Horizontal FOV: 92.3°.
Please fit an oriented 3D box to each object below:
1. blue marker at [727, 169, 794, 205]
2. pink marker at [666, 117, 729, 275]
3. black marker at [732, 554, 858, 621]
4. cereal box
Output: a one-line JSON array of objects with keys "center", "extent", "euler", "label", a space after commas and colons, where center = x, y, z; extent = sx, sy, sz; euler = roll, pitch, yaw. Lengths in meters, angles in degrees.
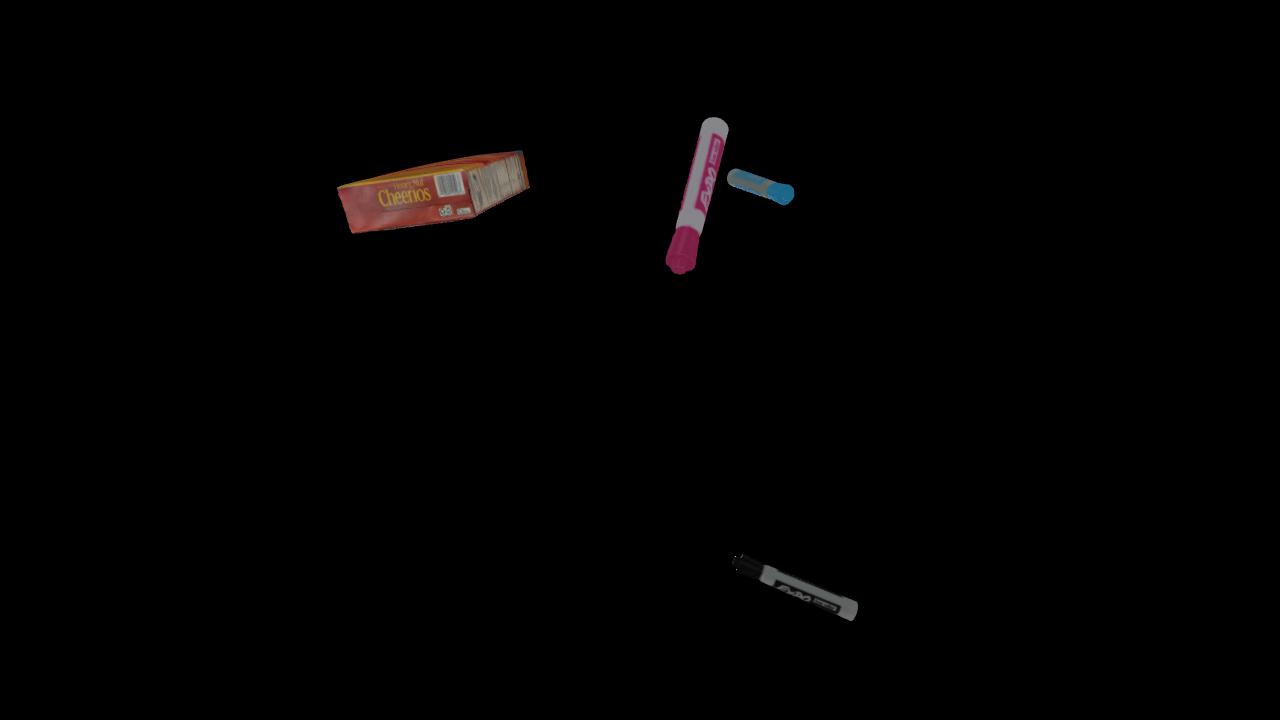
[{"center": [0.119, -0.174, 0.614], "extent": [0.020, 0.020, 0.121], "euler": [0, 24, -17], "label": "blue marker"}, {"center": [0.037, -0.107, 0.395], "extent": [0.020, 0.121, 0.020], "euler": [13, -25, 6], "label": "pink marker"}, {"center": [0.146, 0.215, 0.588], "extent": [0.121, 0.020, 0.020], "euler": [21, 3, 7], "label": "black marker"}, {"center": [-0.324, -0.288, 1.025], "extent": [0.203, 0.081, 0.306], "euler": [-5, 23, 9], "label": "cereal box"}]
